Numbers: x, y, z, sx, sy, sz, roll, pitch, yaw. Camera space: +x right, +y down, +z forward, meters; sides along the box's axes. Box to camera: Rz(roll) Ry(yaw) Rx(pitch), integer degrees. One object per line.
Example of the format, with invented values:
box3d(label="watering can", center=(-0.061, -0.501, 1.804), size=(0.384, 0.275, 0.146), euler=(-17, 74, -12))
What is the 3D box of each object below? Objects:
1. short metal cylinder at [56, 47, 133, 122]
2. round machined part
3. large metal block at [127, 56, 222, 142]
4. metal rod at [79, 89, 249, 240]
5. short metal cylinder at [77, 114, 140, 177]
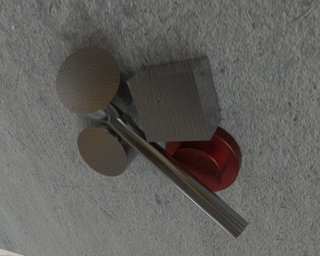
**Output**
box3d(label="short metal cylinder", center=(-0.077, -0.051, 0.377), size=(0.080, 0.050, 0.080), euler=(-2, 80, 14))
box3d(label="round machined part", center=(0.051, 0.044, 0.397), size=(0.098, 0.042, 0.097), euler=(13, 124, 21))
box3d(label="large metal block", center=(0.019, -0.031, 0.360), size=(0.080, 0.050, 0.080), euler=(-3, 117, 29))
box3d(label="metal rod", center=(-0.019, 0.022, 0.388), size=(0.300, 0.025, 0.025), euler=(40, 130, 17))
box3d(label="short metal cylinder", center=(-0.069, 0.022, 0.444), size=(0.080, 0.050, 0.079), euler=(13, 124, 21))
